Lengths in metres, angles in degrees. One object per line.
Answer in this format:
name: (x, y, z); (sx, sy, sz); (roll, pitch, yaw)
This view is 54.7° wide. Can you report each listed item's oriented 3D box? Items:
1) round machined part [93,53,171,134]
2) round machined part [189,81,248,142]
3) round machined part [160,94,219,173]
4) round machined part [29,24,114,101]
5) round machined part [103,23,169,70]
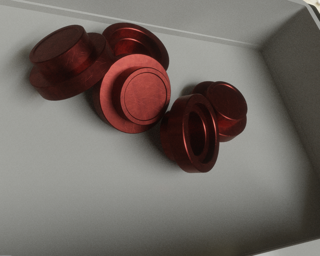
round machined part: (-0.026, -0.040, 0.373); (0.099, 0.042, 0.097); (-9, 107, -32)
round machined part: (0.091, -0.031, 0.465); (0.099, 0.042, 0.098); (14, 56, -21)
round machined part: (0.036, 0.008, 0.392); (0.098, 0.042, 0.098); (16, 71, -54)
round machined part: (-0.106, -0.080, 0.351); (0.042, 0.098, 0.098); (62, 35, -43)
round machined part: (-0.040, -0.096, 0.433); (0.099, 0.042, 0.098); (14, 56, -21)
